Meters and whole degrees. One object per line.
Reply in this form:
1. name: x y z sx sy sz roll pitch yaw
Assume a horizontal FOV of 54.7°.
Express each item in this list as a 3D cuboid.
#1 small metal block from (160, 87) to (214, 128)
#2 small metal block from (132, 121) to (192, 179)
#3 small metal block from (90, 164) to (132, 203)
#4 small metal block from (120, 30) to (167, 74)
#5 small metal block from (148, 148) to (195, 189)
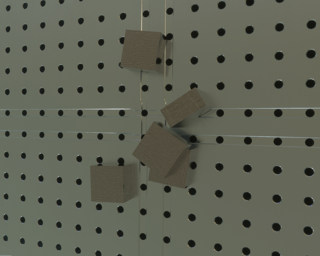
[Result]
1. small metal block: 0.035 -0.024 0.386 0.050 0.050 0.025 -33 80 17
2. small metal block: 0.002 0.027 0.385 0.050 0.025 0.050 36 101 16
3. small metal block: -0.069 0.077 0.436 0.050 0.025 0.050 -2 89 19
4. small metal block: -0.022 -0.103 0.420 0.050 0.025 0.050 10 93 19
5. small metal block: 0.016 0.048 0.406 0.050 0.025 0.050 9 93 19
